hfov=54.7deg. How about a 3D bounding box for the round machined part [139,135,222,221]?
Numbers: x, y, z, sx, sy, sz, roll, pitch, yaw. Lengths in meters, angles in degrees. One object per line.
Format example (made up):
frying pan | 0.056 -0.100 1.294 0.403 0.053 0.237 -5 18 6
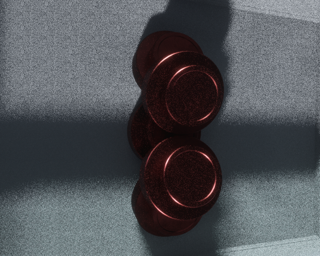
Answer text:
round machined part | 0.029 0.056 0.356 0.099 0.042 0.098 4 77 -19

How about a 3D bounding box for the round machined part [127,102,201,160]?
round machined part | 0.010 0.004 0.404 0.099 0.042 0.097 0 89 -20

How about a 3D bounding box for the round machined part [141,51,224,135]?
round machined part | 0.031 -0.039 0.357 0.099 0.042 0.097 -5 104 -19

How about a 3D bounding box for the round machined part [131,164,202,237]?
round machined part | 0.017 0.095 0.392 0.099 0.042 0.097 -6 107 -18

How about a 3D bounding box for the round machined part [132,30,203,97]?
round machined part | 0.017 -0.082 0.394 0.099 0.042 0.098 6 72 -19
